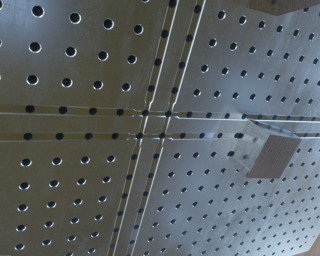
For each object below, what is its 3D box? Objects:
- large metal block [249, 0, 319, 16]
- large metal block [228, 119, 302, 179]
[{"bbox_3d":[0.157,-0.187,0.367,0.081,0.050,0.079,-20,126,-17],"label":"large metal block"},{"bbox_3d":[0.174,0.037,0.516,0.081,0.050,0.079,7,115,-32],"label":"large metal block"}]
